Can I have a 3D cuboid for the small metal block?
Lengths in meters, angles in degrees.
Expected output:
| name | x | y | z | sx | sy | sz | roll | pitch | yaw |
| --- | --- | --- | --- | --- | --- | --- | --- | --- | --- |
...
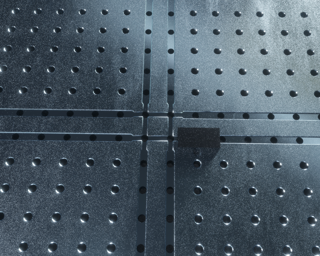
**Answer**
| name | x | y | z | sx | sy | sz | roll | pitch | yaw |
| --- | --- | --- | --- | --- | --- | --- | --- | --- | --- |
| small metal block | 0.046 | 0.020 | 0.392 | 0.050 | 0.050 | 0.025 | 1 | 70 | 0 |
